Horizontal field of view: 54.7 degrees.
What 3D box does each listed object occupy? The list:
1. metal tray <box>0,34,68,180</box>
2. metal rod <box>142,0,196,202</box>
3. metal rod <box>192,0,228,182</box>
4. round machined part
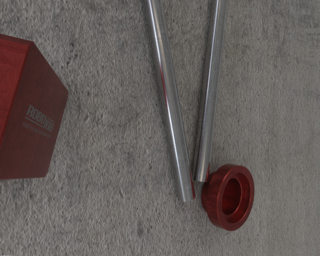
[{"bbox_3d":[-0.110,-0.007,0.248,0.030,0.130,0.090,13,80,-4],"label":"metal tray"},{"bbox_3d":[0.011,-0.047,0.413,0.025,0.025,0.298,-17,101,-39],"label":"metal rod"},{"bbox_3d":[0.077,-0.070,0.468,0.025,0.025,0.298,12,82,-39],"label":"metal rod"},{"bbox_3d":[0.100,0.103,0.475,0.099,0.042,0.097,-4,96,-43],"label":"round machined part"}]
